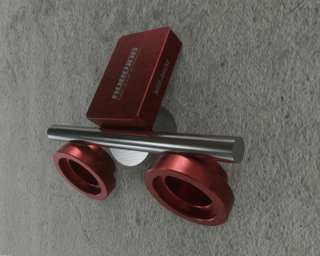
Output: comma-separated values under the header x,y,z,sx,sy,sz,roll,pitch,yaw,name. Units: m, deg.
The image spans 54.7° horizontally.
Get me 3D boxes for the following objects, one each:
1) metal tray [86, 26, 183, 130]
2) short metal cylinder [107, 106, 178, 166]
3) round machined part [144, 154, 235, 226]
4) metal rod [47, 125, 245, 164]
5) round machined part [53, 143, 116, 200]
x,y,z,sx,sy,sz,roll,pitch,yaw,name
-0.033,-0.062,0.393,0.090,0.030,0.130,3,66,39,metal tray
-0.024,0.008,0.408,0.080,0.050,0.079,0,90,39,short metal cylinder
0.035,0.061,0.342,0.098,0.042,0.097,22,144,18,round machined part
-0.044,0.014,0.377,0.300,0.025,0.025,3,92,39,metal rod
-0.105,0.058,0.459,0.098,0.042,0.097,22,140,20,round machined part
